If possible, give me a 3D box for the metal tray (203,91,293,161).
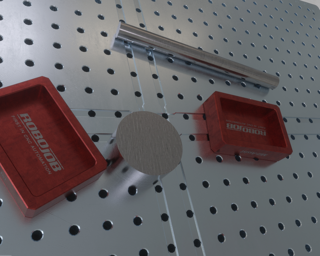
[{"bbox_3d":[0.136,-0.001,0.478,0.131,0.030,0.090,9,58,-23],"label":"metal tray"}]

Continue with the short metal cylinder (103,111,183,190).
[{"bbox_3d":[-0.021,0.027,0.365,0.081,0.050,0.080,14,56,-21],"label":"short metal cylinder"}]

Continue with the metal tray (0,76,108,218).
[{"bbox_3d":[-0.129,0.014,0.326,0.091,0.030,0.130,-29,78,-38],"label":"metal tray"}]

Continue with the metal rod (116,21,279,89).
[{"bbox_3d":[0.075,-0.116,0.518,0.302,0.025,0.025,13,56,-21],"label":"metal rod"}]
